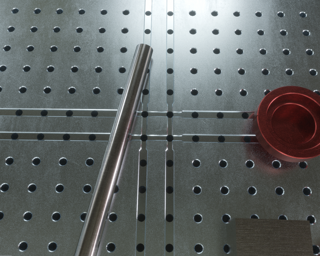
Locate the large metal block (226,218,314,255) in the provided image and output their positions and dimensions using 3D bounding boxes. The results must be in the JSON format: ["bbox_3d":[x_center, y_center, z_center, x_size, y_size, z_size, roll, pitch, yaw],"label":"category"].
[{"bbox_3d":[0.121,0.145,0.346,0.080,0.050,0.080,2,70,0],"label":"large metal block"}]

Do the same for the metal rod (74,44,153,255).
[{"bbox_3d":[-0.055,0.021,0.403,0.025,0.025,0.299,12,70,4],"label":"metal rod"}]

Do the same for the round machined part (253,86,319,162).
[{"bbox_3d":[0.170,-0.002,0.405,0.099,0.042,0.098,0,70,0],"label":"round machined part"}]
